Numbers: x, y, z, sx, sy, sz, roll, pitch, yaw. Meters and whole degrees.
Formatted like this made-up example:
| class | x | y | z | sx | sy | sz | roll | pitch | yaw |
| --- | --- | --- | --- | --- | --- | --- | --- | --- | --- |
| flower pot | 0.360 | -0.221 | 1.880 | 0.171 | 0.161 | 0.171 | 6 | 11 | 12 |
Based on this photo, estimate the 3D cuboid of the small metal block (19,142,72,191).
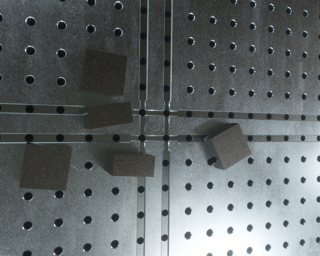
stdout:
| class | x | y | z | sx | sy | sz | roll | pitch | yaw |
| --- | --- | --- | --- | --- | --- | --- | --- | --- | --- |
| small metal block | -0.134 | 0.045 | 0.364 | 0.050 | 0.025 | 0.050 | 9 | 87 | -20 |

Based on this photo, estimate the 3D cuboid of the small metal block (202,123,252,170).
| class | x | y | z | sx | sy | sz | roll | pitch | yaw |
| --- | --- | --- | --- | --- | --- | --- | --- | --- | --- |
| small metal block | 0.098 | 0.026 | 0.450 | 0.050 | 0.025 | 0.050 | -28 | 100 | -18 |

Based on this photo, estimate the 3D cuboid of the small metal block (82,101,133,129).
| class | x | y | z | sx | sy | sz | roll | pitch | yaw |
| --- | --- | --- | --- | --- | --- | --- | --- | --- | --- |
| small metal block | -0.065 | -0.015 | 0.376 | 0.050 | 0.050 | 0.025 | -9 | 94 | -20 |

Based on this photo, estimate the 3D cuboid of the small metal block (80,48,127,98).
| class | x | y | z | sx | sy | sz | roll | pitch | yaw |
| --- | --- | --- | --- | --- | --- | --- | --- | --- | --- |
| small metal block | -0.071 | -0.067 | 0.387 | 0.050 | 0.025 | 0.050 | 6 | 88 | -20 |

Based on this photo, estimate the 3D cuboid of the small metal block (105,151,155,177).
| class | x | y | z | sx | sy | sz | roll | pitch | yaw |
| --- | --- | --- | --- | --- | --- | --- | --- | --- | --- |
| small metal block | -0.039 | 0.044 | 0.386 | 0.050 | 0.050 | 0.025 | 5 | 89 | -20 |
